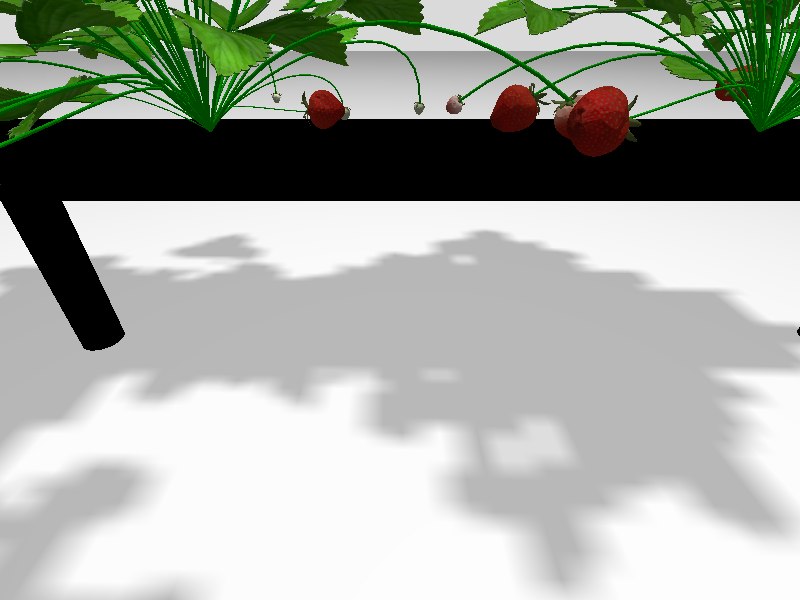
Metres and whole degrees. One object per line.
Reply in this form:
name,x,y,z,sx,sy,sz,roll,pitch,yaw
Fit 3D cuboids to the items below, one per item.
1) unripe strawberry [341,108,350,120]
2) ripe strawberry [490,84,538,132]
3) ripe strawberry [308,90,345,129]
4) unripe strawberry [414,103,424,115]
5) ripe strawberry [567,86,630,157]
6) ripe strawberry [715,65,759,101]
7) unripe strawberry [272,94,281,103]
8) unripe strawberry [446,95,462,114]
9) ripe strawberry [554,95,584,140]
unripe strawberry,-0.047,-0.157,0.338,0.010,0.010,0.009,-5,34,-8
ripe strawberry,0.090,-0.150,0.320,0.035,0.035,0.033,-30,28,18
ripe strawberry,-0.060,-0.155,0.326,0.030,0.029,0.033,-2,33,-4
unripe strawberry,0.018,-0.181,0.380,0.010,0.010,0.011,-12,35,-18
ripe strawberry,0.121,-0.111,0.249,0.038,0.040,0.035,-15,36,-21
ripe strawberry,0.392,-0.251,0.463,0.043,0.037,0.043,17,36,24
unripe strawberry,-0.140,-0.229,0.454,0.009,0.010,0.010,3,33,5
unripe strawberry,0.053,-0.191,0.394,0.016,0.016,0.014,-20,22,32
ripe strawberry,0.133,-0.135,0.301,0.030,0.031,0.029,-32,25,24
